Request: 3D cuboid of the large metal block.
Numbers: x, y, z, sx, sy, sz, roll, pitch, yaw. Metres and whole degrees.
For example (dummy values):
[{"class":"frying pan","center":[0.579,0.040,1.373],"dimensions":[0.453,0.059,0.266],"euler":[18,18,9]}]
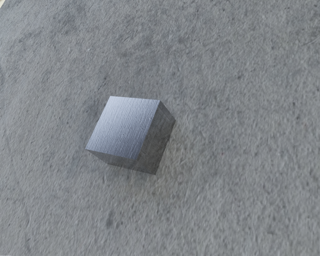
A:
[{"class":"large metal block","center":[-0.036,0.008,0.403],"dimensions":[0.080,0.050,0.080],"euler":[8,66,31]}]
